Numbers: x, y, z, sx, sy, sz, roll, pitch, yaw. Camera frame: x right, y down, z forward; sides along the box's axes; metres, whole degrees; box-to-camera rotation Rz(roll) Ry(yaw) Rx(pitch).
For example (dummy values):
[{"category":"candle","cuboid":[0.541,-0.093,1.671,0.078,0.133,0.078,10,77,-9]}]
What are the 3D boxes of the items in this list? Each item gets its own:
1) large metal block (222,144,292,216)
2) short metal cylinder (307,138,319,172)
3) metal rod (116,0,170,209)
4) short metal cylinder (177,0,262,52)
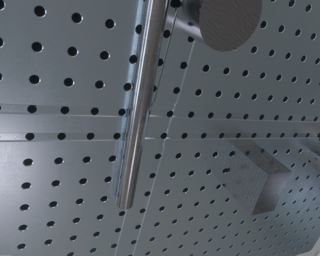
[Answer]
[{"category":"large metal block","cuboid":[0.157,0.084,0.514,0.050,0.080,0.079,-3,120,-27]},{"category":"short metal cylinder","cuboid":[0.346,0.057,0.620,0.081,0.050,0.079,-14,124,-21]},{"category":"metal rod","cuboid":[-0.026,-0.021,0.384,0.025,0.025,0.298,-3,120,-27]},{"category":"short metal cylinder","cuboid":[0.066,-0.133,0.349,0.081,0.050,0.079,-14,124,-21]}]
